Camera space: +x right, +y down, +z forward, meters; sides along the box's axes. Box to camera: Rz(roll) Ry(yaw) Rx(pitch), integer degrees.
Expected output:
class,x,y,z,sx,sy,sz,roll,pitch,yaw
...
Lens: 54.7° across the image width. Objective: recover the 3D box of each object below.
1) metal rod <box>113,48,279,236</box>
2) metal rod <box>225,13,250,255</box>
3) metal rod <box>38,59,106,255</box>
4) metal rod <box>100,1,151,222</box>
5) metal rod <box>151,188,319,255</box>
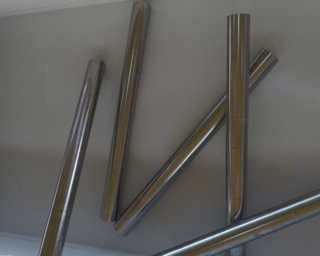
class,x,y,z,sx,sy,sz,roll,pitch,yaw
metal rod,0.038,0.027,0.397,0.025,0.025,0.299,42,103,15
metal rod,0.089,0.025,0.360,0.025,0.025,0.298,2,98,20
metal rod,-0.109,0.045,0.385,0.025,0.025,0.299,-1,65,20
metal rod,-0.048,-0.020,0.427,0.025,0.025,0.298,11,93,19
metal rod,0.113,0.106,0.342,0.301,0.025,0.025,-25,82,7
